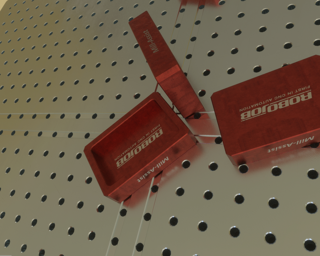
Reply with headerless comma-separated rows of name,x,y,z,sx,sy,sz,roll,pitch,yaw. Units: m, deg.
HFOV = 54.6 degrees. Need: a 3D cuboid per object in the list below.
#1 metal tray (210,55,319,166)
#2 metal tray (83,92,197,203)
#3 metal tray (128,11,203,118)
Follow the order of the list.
metal tray,0.131,-0.019,0.349,0.130,0.030,0.090,-20,54,16
metal tray,-0.029,0.023,0.407,0.130,0.030,0.090,-38,51,2
metal tray,0.007,-0.086,0.416,0.030,0.090,0.130,-30,52,9
